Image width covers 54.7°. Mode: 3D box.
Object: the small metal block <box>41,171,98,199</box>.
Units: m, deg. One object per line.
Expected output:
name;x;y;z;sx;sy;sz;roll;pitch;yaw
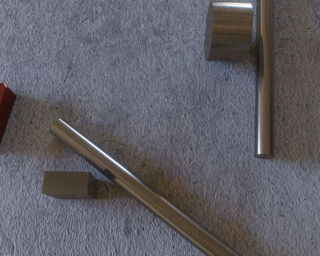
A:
small metal block;-0.105;0.069;0.368;0.050;0.050;0.025;1;70;0

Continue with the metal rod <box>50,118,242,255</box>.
metal rod;-0.015;0.083;0.377;0.300;0.025;0.025;36;74;11

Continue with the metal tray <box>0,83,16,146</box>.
metal tray;-0.271;-0.020;0.409;0.131;0.030;0.090;8;70;2

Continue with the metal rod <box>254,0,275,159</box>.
metal rod;0.152;-0.103;0.447;0.025;0.025;0.299;7;70;2

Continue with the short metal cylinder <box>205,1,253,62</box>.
short metal cylinder;0.092;-0.132;0.429;0.050;0.080;0.080;3;70;1
